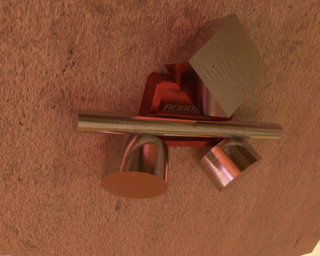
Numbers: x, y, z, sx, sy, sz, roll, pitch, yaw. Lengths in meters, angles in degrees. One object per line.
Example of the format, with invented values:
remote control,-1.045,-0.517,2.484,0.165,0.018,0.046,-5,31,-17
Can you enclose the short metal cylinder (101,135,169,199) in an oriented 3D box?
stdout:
short metal cylinder,-0.029,0.049,0.383,0.080,0.050,0.080,1,146,1

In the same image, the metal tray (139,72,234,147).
metal tray,0.038,-0.021,0.414,0.131,0.030,0.089,2,118,-29

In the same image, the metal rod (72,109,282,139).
metal rod,0.044,-0.001,0.393,0.302,0.025,0.025,3,117,-30

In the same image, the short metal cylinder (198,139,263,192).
short metal cylinder,0.104,0.052,0.460,0.080,0.050,0.080,-32,158,-15

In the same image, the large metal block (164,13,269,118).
large metal block,0.066,-0.069,0.357,0.080,0.050,0.080,-48,115,-16
